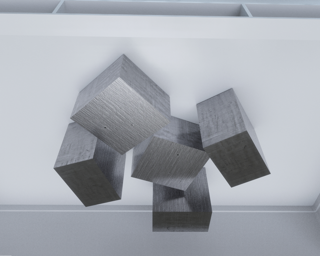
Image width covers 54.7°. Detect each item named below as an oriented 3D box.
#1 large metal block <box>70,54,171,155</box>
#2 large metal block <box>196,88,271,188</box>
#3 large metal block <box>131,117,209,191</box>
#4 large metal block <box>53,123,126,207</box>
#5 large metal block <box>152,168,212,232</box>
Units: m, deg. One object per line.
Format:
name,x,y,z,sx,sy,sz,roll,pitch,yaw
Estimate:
large metal block,-0.044,-0.025,0.368,0.080,0.050,0.080,-35,123,25
large metal block,0.089,0.012,0.382,0.050,0.080,0.080,-25,126,19
large metal block,0.013,0.033,0.419,0.081,0.050,0.079,17,128,-15
large metal block,-0.086,0.043,0.407,0.050,0.080,0.080,-15,129,12
large metal block,0.030,0.106,0.462,0.081,0.080,0.050,1,130,-1
